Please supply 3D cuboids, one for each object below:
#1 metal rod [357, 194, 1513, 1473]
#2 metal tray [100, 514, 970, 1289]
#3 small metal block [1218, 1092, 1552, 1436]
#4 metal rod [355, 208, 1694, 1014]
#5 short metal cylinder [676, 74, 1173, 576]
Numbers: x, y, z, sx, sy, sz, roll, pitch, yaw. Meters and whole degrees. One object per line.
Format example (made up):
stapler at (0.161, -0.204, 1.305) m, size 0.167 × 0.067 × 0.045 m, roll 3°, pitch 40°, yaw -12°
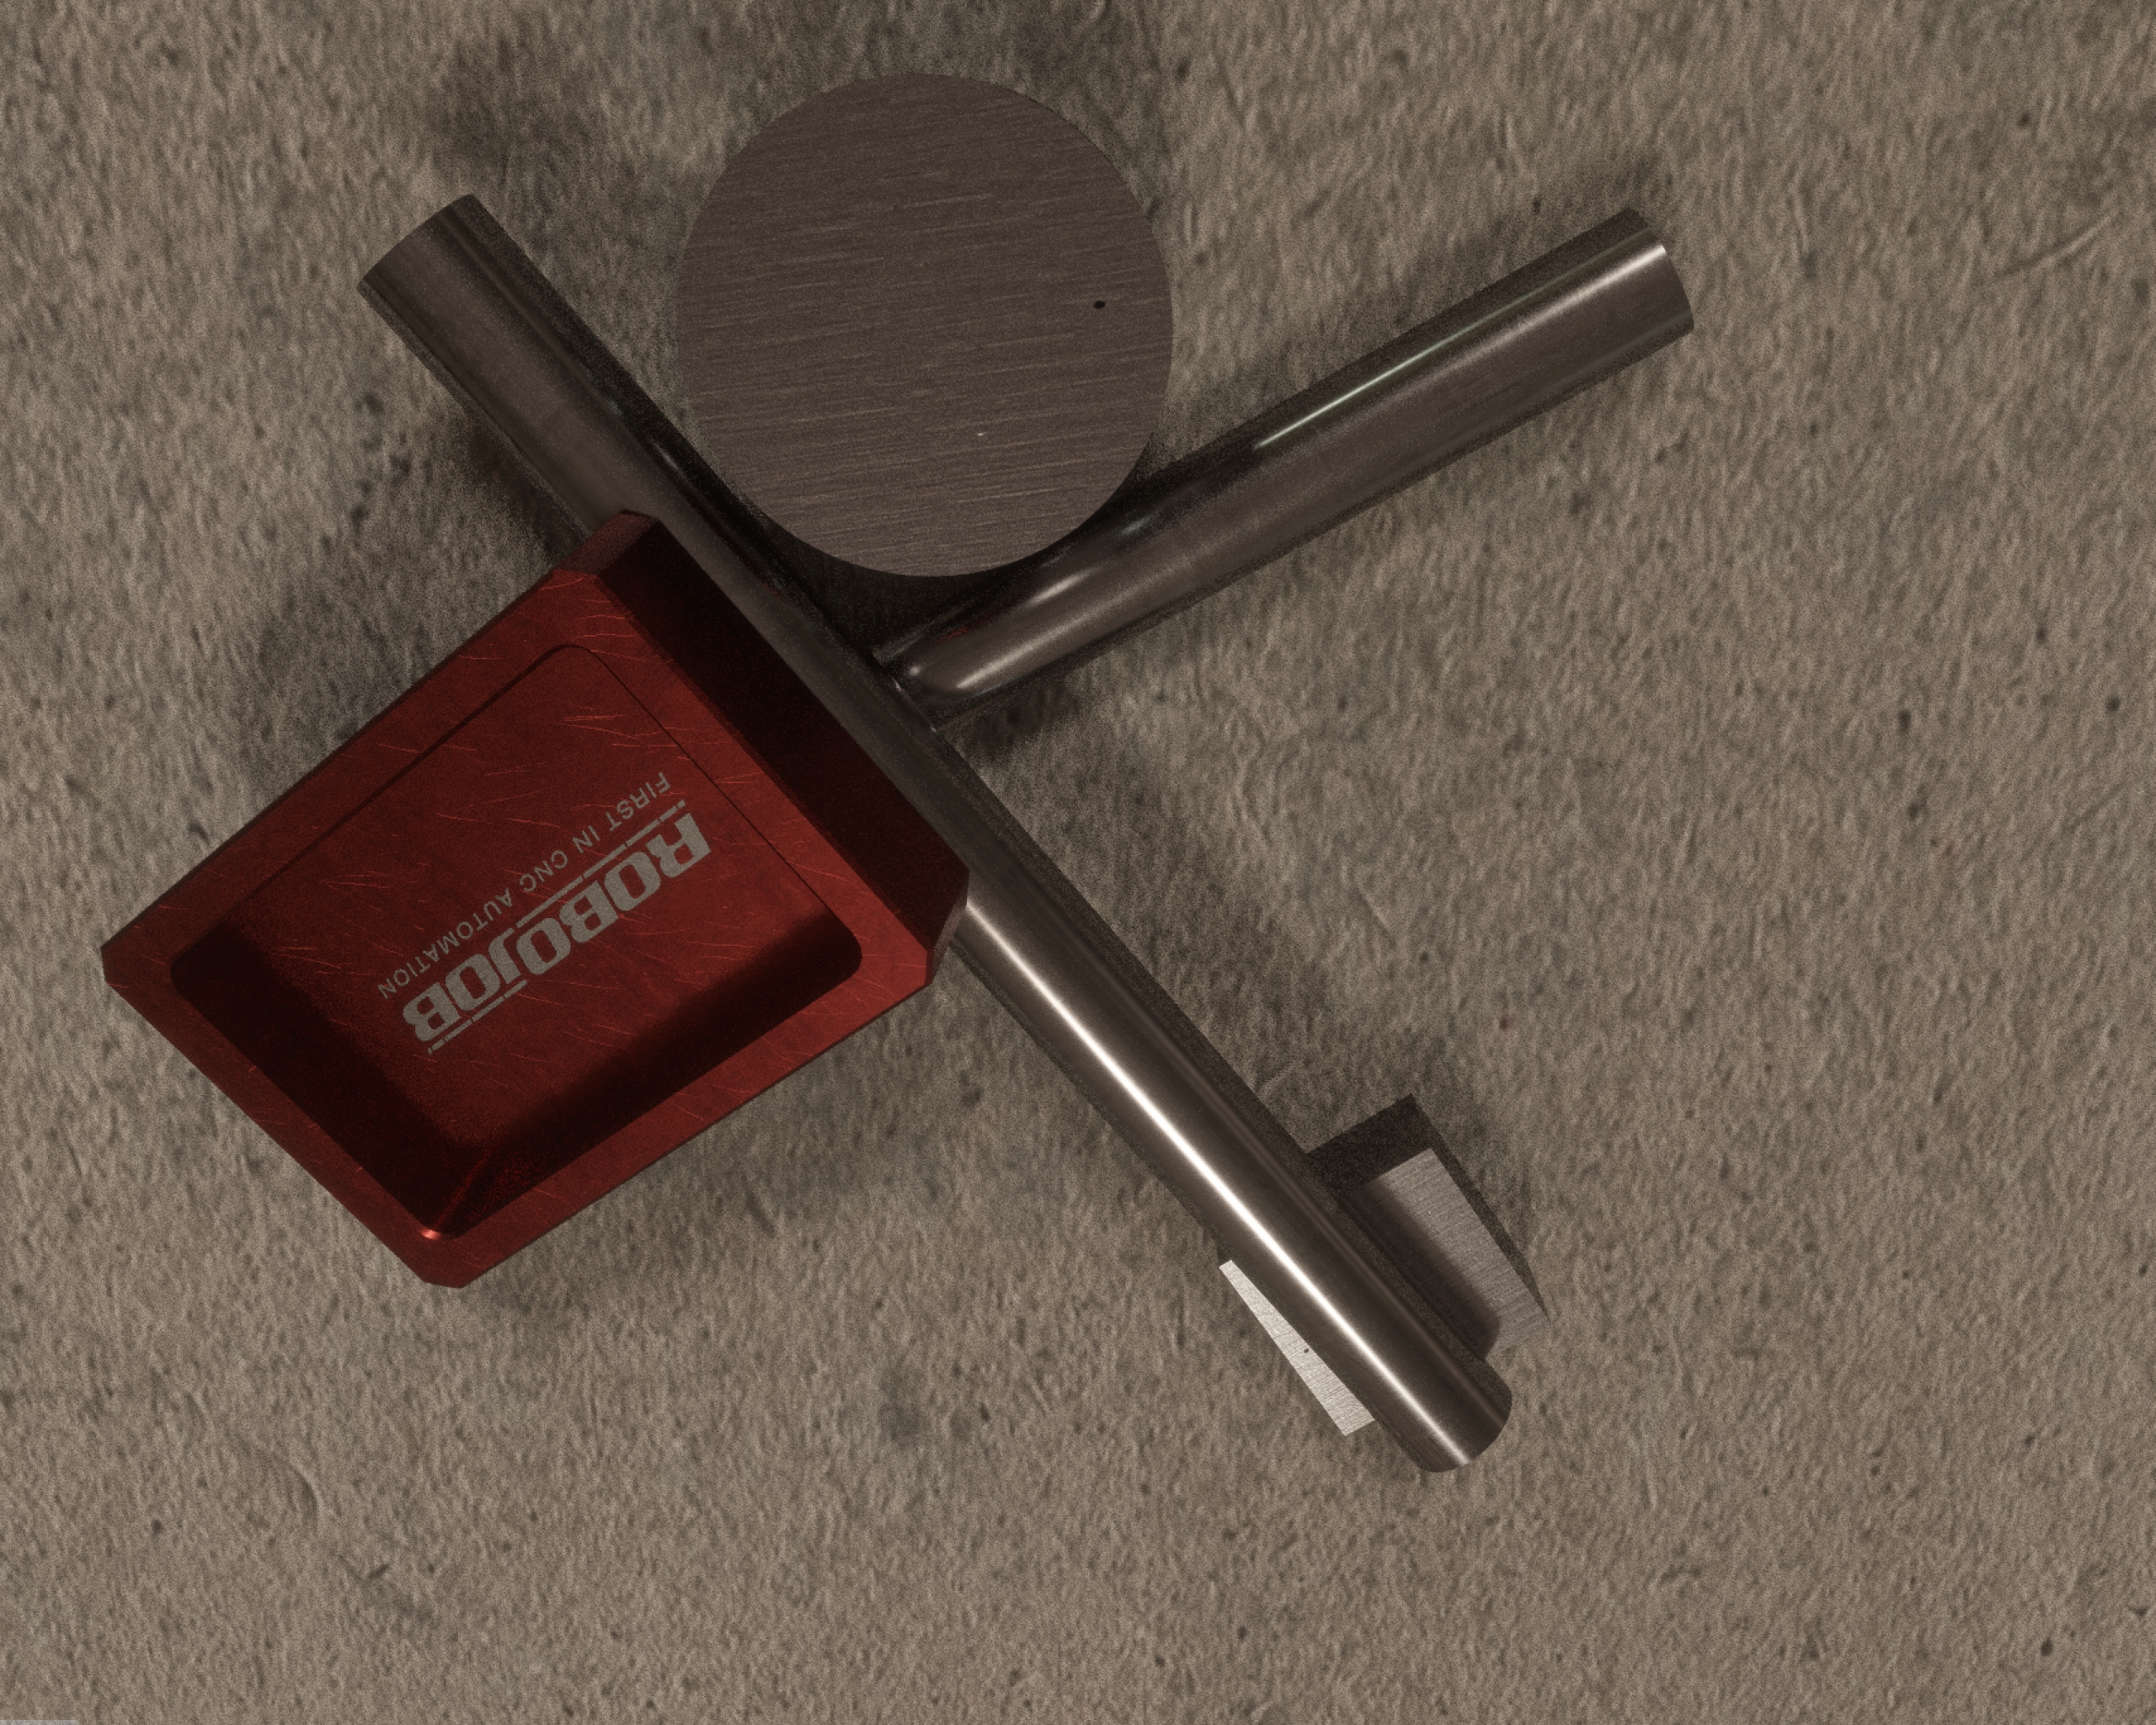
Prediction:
metal rod at (-0.016, 0.006, 0.387) m, size 0.025 × 0.025 × 0.300 m, roll -37°, pitch 106°, yaw 12°
metal tray at (-0.096, 0.011, 0.370) m, size 0.130 × 0.030 × 0.090 m, roll -33°, pitch 107°, yaw 23°
small metal block at (0.064, 0.085, 0.443) m, size 0.050 × 0.025 × 0.050 m, roll -32°, pitch 107°, yaw 10°
metal rod at (-0.027, -0.036, 0.397) m, size 0.301 × 0.025 × 0.025 m, roll -28°, pitch 108°, yaw 9°
short metal cylinder at (-0.025, -0.094, 0.362) m, size 0.081 × 0.050 × 0.079 m, roll 0°, pitch 110°, yaw -1°
